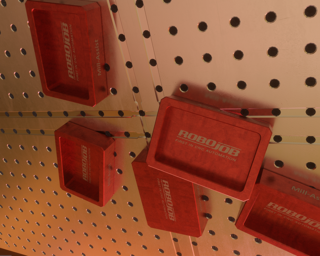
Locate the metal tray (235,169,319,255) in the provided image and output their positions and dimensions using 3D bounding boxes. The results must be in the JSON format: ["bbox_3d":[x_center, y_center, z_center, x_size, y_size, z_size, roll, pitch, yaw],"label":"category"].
[{"bbox_3d":[0.171,0.115,0.388,0.130,0.030,0.089,22,127,14],"label":"metal tray"}]

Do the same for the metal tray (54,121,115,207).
[{"bbox_3d":[-0.122,0.061,0.507,0.090,0.030,0.129,19,126,16],"label":"metal tray"}]

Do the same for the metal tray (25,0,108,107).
[{"bbox_3d":[-0.120,-0.099,0.407,0.090,0.030,0.129,14,124,20],"label":"metal tray"}]

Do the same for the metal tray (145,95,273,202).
[{"bbox_3d":[0.056,0.021,0.370,0.130,0.030,0.089,18,104,17],"label":"metal tray"}]

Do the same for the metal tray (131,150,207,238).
[{"bbox_3d":[0.016,0.098,0.459,0.090,0.030,0.129,3,120,26],"label":"metal tray"}]
